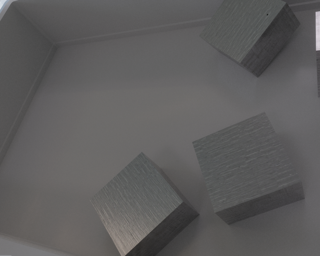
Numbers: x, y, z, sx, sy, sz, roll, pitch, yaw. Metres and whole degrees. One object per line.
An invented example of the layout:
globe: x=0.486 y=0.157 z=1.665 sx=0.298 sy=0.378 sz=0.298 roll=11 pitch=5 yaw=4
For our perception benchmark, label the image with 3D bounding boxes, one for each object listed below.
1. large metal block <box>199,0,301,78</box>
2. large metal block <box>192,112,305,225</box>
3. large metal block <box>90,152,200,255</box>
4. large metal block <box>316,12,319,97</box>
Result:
large metal block: x=0.111 y=-0.124 z=0.392 sx=0.080 sy=0.050 sz=0.080 roll=-54 pitch=50 yaw=15
large metal block: x=0.088 y=0.042 z=0.317 sx=0.080 sy=0.050 sz=0.080 roll=-24 pitch=53 yaw=13
large metal block: x=-0.018 y=0.088 z=0.345 sx=0.080 sy=0.050 sz=0.080 roll=-43 pitch=51 yaw=-1
large metal block: x=0.202 y=-0.076 z=0.310 sx=0.080 sy=0.080 sz=0.050 roll=-1 pitch=61 yaw=28
